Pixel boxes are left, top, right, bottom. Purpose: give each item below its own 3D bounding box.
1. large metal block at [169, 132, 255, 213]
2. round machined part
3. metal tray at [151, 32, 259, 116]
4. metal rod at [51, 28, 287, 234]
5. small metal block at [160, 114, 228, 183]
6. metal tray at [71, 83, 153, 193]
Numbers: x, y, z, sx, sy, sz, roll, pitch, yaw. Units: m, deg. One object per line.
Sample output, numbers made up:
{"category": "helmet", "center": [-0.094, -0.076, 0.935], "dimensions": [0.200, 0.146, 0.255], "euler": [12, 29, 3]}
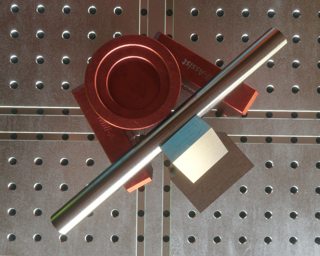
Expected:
{"category": "large metal block", "center": [0.058, 0.049, 0.383], "dimensions": [0.080, 0.080, 0.050], "euler": [-41, 91, 0]}
{"category": "round machined part", "center": [-0.028, -0.047, 0.336], "dimensions": [0.099, 0.042, 0.097], "euler": [0, 90, -1]}
{"category": "metal tray", "center": [0.046, -0.061, 0.380], "dimensions": [0.130, 0.090, 0.030], "euler": [31, 91, -1]}
{"category": "metal rod", "center": [0.010, 0.003, 0.323], "dimensions": [0.300, 0.025, 0.025], "euler": [-41, 91, -1]}
{"category": "small metal block", "center": [0.036, 0.023, 0.320], "dimensions": [0.050, 0.050, 0.025], "euler": [-43, 46, 0]}
{"category": "metal tray", "center": [-0.053, 0.008, 0.380], "dimensions": [0.030, 0.090, 0.130], "euler": [-29, 90, 0]}
